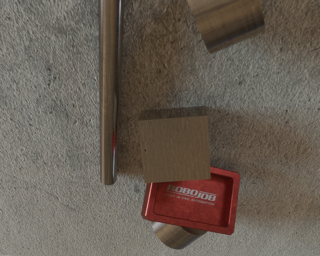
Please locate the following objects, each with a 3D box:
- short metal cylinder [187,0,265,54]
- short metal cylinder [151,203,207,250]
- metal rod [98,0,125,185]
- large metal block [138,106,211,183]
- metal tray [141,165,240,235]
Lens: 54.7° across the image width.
[{"bbox_3d":[0.054,-0.113,0.275,0.050,0.080,0.080,-21,127,16],"label":"short metal cylinder"},{"bbox_3d":[0.033,0.144,0.495,0.080,0.080,0.050,27,125,-21],"label":"short metal cylinder"},{"bbox_3d":[-0.061,-0.035,0.376,0.025,0.025,0.298,5,130,-5],"label":"metal rod"},{"bbox_3d":[0.019,0.020,0.389,0.080,0.050,0.079,-4,106,3],"label":"large metal block"},{"bbox_3d":[0.046,0.097,0.446,0.131,0.090,0.030,14,164,-12],"label":"metal tray"}]
